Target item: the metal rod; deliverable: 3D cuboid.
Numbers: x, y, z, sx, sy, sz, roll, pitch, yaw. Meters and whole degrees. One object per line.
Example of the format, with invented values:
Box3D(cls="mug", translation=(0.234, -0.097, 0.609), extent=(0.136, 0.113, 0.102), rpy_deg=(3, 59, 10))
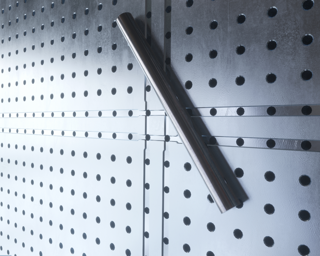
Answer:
Box3D(cls="metal rod", translation=(0.014, -0.034, 0.396), extent=(0.025, 0.025, 0.299), rpy_deg=(-41, 65, 32))
